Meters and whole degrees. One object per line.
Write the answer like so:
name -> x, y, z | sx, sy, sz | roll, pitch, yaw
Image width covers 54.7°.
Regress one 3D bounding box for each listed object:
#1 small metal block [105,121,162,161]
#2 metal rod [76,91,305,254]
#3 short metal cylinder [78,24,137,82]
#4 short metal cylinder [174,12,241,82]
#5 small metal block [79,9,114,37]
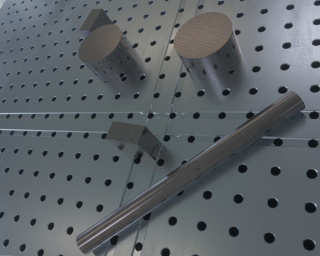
small metal block -> -0.033, 0.017, 0.399 | 0.050, 0.050, 0.025 | 9, 66, 32
metal rod -> 0.031, 0.054, 0.358 | 0.300, 0.025, 0.025 | -35, 51, 5
short metal cylinder -> -0.086, -0.124, 0.514 | 0.080, 0.050, 0.080 | -13, 56, 21
short metal cylinder -> 0.066, -0.111, 0.426 | 0.080, 0.050, 0.080 | -13, 56, 21
small metal block -> -0.110, -0.178, 0.559 | 0.025, 0.050, 0.050 | 10, 67, 32
